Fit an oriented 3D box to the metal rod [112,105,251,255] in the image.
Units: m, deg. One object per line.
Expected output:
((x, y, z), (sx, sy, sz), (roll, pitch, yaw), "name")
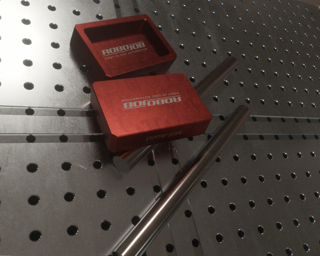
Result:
((0.048, 0.053, 0.403), (0.025, 0.025, 0.302), (45, 51, 3), "metal rod")

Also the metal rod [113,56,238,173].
((0.041, -0.036, 0.454), (0.025, 0.025, 0.302), (45, 51, 3), "metal rod")

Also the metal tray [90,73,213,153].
((-0.012, -0.024, 0.389), (0.131, 0.030, 0.090), (-10, 53, -24), "metal tray")

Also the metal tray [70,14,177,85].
((-0.049, -0.115, 0.449), (0.131, 0.030, 0.090), (-25, 76, -37), "metal tray")
